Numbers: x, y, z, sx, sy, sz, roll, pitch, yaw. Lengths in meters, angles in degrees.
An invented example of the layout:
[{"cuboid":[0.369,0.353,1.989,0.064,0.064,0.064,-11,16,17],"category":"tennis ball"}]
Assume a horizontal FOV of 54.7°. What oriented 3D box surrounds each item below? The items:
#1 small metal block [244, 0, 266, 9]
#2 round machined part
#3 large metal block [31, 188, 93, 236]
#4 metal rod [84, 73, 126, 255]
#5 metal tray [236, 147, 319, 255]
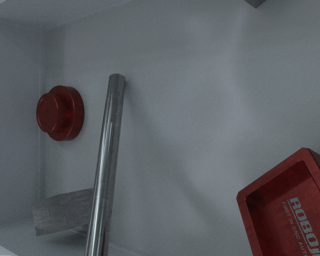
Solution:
[{"cuboid":[0.101,-0.152,0.307,0.050,0.050,0.025,-34,69,34],"category":"small metal block"},{"cuboid":[-0.179,-0.026,0.540,0.098,0.042,0.097,0,90,39],"category":"round machined part"},{"cuboid":[-0.139,0.129,0.483,0.080,0.081,0.050,-23,76,37],"category":"large metal block"},{"cuboid":[-0.067,0.055,0.381,0.025,0.025,0.299,-25,50,37],"category":"metal rod"},{"cuboid":[0.121,0.092,0.260,0.090,0.030,0.130,-46,32,31],"category":"metal tray"}]
